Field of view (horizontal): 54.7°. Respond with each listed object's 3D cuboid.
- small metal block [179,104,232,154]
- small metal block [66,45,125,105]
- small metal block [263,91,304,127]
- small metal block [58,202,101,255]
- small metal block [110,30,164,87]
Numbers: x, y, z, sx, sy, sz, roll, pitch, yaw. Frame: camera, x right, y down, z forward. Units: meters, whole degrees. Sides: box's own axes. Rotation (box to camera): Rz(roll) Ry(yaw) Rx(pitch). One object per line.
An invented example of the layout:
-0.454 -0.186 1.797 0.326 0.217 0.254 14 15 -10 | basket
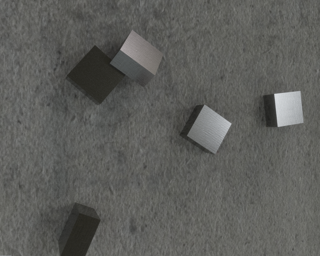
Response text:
0.064 0.002 0.434 0.050 0.025 0.050 33 79 -17 | small metal block
-0.078 -0.064 0.381 0.050 0.025 0.050 42 77 -16 | small metal block
0.192 -0.029 0.482 0.050 0.025 0.050 -8 93 -20 | small metal block
-0.095 0.120 0.361 0.025 0.050 0.050 25 82 -19 | small metal block
-0.028 -0.087 0.386 0.050 0.025 0.050 34 43 -17 | small metal block
